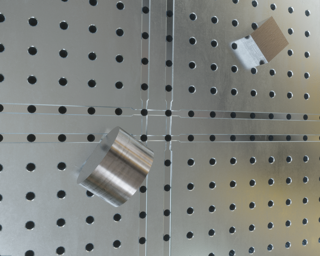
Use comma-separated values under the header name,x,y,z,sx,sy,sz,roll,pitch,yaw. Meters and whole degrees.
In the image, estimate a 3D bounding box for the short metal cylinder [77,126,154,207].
name,x,y,z,sx,sy,sz,roll,pitch,yaw
short metal cylinder,-0.052,0.045,0.364,0.050,0.080,0.080,38,78,-16

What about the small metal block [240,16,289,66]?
name,x,y,z,sx,sy,sz,roll,pitch,yaw
small metal block,0.159,-0.132,0.471,0.050,0.025,0.050,-41,103,-15
